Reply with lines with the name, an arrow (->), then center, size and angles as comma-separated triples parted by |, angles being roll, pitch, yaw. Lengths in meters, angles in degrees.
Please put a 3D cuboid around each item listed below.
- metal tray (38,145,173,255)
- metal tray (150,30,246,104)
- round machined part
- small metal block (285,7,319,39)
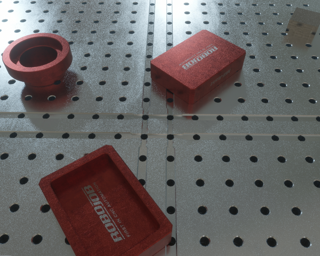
metal tray -> -0.059, 0.087, 0.330 | 0.091, 0.030, 0.130 | -29, 56, -22
metal tray -> 0.060, -0.101, 0.490 | 0.131, 0.030, 0.090 | -37, 59, -27
round machined part -> -0.186, -0.102, 0.481 | 0.099, 0.042, 0.098 | 0, 50, 0
small metal block -> 0.268, -0.194, 0.573 | 0.050, 0.025, 0.050 | 24, 54, 18
